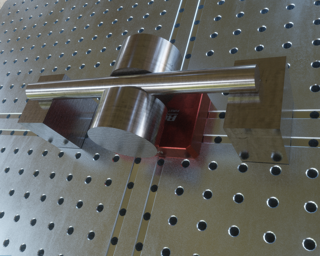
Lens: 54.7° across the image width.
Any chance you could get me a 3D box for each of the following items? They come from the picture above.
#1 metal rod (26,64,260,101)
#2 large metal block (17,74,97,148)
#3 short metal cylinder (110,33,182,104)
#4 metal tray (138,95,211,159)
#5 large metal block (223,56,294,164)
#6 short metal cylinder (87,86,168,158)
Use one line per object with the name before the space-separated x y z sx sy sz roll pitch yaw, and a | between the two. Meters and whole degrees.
metal rod | -0.043 -0.048 0.357 0.300 0.025 0.025 1 62 28
large metal block | -0.149 -0.023 0.464 0.050 0.080 0.080 1 62 29
short metal cylinder | -0.017 -0.071 0.387 0.080 0.080 0.050 1 62 28
metal tray | -0.006 -0.010 0.414 0.130 0.030 0.090 2 62 29
large metal block | 0.107 -0.016 0.325 0.050 0.080 0.080 1 62 29
short metal cylinder | -0.036 -0.004 0.356 0.080 0.080 0.050 1 62 28
